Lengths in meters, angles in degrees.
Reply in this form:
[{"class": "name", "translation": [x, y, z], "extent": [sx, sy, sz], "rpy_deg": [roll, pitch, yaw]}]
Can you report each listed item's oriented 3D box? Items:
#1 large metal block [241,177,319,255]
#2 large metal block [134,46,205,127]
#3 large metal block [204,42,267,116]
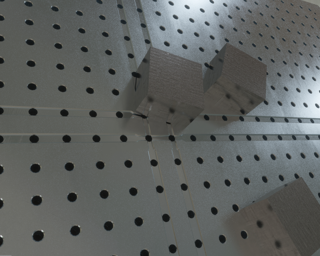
[{"class": "large metal block", "translation": [0.169, 0.122, 0.408], "extent": [0.081, 0.050, 0.080], "rpy_deg": [-17, 71, -35]}, {"class": "large metal block", "translation": [0.013, -0.056, 0.433], "extent": [0.081, 0.050, 0.080], "rpy_deg": [14, 56, -20]}, {"class": "large metal block", "translation": [0.124, -0.079, 0.507], "extent": [0.080, 0.050, 0.080], "rpy_deg": [26, 53, -12]}]
